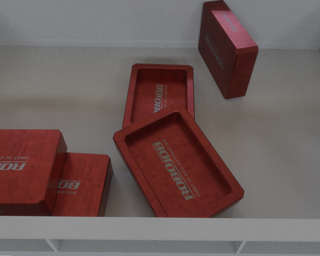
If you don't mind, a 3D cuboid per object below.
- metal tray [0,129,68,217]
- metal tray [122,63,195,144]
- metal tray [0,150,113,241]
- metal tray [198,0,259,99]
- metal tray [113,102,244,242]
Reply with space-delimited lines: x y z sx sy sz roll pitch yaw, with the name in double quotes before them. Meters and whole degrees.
"metal tray" -0.173 0.045 0.322 0.131 0.030 0.090 0 50 -1
"metal tray" 0.001 -0.037 0.432 0.091 0.030 0.130 2 50 1
"metal tray" -0.125 0.071 0.341 0.131 0.030 0.090 3 50 2
"metal tray" 0.096 -0.118 0.463 0.030 0.089 0.130 -11 51 -9
"metal tray" 0.017 0.044 0.341 0.091 0.030 0.130 -27 67 -13
